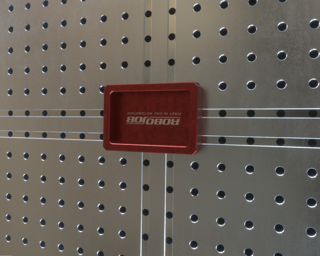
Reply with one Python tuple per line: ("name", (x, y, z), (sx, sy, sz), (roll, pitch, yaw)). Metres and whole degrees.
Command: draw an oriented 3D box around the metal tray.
("metal tray", (-0.011, -0.013, 0.414), (0.130, 0.030, 0.090), (1, 90, 20))
